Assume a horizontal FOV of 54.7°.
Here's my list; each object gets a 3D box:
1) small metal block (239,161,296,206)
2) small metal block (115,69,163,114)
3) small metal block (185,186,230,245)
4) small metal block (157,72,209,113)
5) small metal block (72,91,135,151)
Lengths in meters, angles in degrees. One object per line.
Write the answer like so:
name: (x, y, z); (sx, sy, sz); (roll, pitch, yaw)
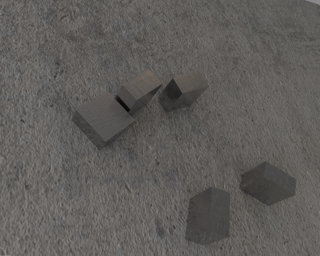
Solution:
small metal block: (0.145, 0.076, 0.419); (0.050, 0.050, 0.025); (31, 52, -9)
small metal block: (-0.031, -0.042, 0.397); (0.025, 0.050, 0.050); (48, 51, 5)
small metal block: (0.055, 0.102, 0.355); (0.025, 0.050, 0.050); (22, 54, -15)
small metal block: (0.032, -0.050, 0.435); (0.050, 0.050, 0.025); (-19, 72, -35)
small metal block: (-0.068, -0.009, 0.373); (0.050, 0.025, 0.050); (47, 51, 4)
